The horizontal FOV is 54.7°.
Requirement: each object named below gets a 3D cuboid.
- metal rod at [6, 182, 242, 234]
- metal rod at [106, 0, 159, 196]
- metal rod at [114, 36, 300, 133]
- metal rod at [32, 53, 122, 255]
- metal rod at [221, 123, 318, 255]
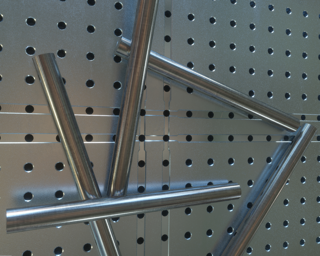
[{"bbox_3d":[-0.022,0.094,0.385,0.303,0.025,0.025,0,90,-28],"label":"metal rod"},{"bbox_3d":[-0.030,-0.061,0.380,0.025,0.025,0.298,8,96,-20],"label":"metal rod"},{"bbox_3d":[0.080,-0.055,0.443,0.302,0.025,0.025,21,83,-19],"label":"metal rod"},{"bbox_3d":[-0.093,0.058,0.378,0.025,0.025,0.298,-19,97,-19],"label":"metal rod"},{"bbox_3d":[0.157,0.117,0.472,0.025,0.025,0.300,40,77,-16],"label":"metal rod"}]
